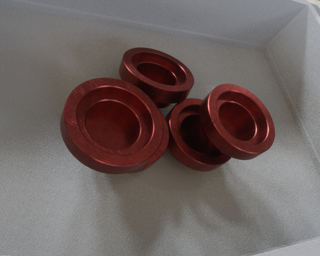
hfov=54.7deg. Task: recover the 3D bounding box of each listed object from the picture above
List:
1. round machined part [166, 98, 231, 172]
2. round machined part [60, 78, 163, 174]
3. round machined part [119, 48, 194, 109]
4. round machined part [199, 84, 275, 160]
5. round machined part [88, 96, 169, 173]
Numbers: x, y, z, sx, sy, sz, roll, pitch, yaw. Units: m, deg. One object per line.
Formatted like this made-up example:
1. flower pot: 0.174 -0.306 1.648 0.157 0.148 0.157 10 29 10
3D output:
1. round machined part: 0.048 0.012 0.411 0.099 0.042 0.098 14 56 -21
2. round machined part: -0.050 0.001 0.312 0.099 0.042 0.098 14 56 -21
3. round machined part: -0.007 -0.063 0.415 0.099 0.042 0.098 16 38 -13
4. round machined part: 0.092 -0.004 0.391 0.099 0.042 0.098 14 56 -21
5. round machined part: -0.042 0.008 0.365 0.099 0.042 0.098 14 56 -21
